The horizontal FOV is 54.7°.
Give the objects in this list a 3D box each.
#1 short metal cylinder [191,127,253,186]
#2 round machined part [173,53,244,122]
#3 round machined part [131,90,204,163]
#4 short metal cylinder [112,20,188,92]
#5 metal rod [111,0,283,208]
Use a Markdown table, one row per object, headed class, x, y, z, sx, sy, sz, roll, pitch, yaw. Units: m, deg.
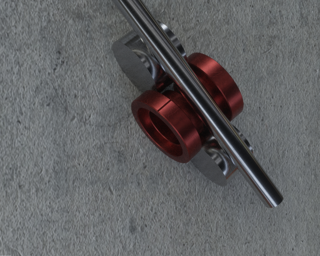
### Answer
| class | x | y | z | sx | sy | sz | roll | pitch | yaw |
| --- | --- | --- | --- | --- | --- | --- | --- | --- | --- |
| short metal cylinder | 0.075 | 0.030 | 0.410 | 0.050 | 0.080 | 0.080 | -41 | 103 | -16 |
| round machined part | 0.055 | -0.043 | 0.393 | 0.042 | 0.098 | 0.098 | -40 | 103 | -11 |
| round machined part | 0.014 | -0.007 | 0.376 | 0.042 | 0.098 | 0.098 | -42 | 104 | -19 |
| short metal cylinder | -0.012 | -0.084 | 0.377 | 0.050 | 0.080 | 0.080 | -41 | 103 | -16 |
| metal rod | 0.049 | -0.026 | 0.345 | 0.025 | 0.025 | 0.300 | -42 | 104 | -15 |
